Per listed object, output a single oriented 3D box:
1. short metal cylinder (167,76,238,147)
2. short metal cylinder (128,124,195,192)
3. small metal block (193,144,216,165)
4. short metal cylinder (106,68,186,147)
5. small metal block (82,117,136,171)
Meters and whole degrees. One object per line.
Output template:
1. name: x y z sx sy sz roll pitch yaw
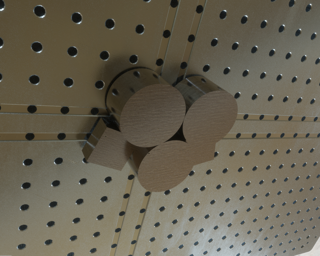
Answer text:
1. short metal cylinder: 0.053 -0.022 0.406 0.081 0.050 0.079 -14 124 -21
2. short metal cylinder: -0.001 0.038 0.414 0.081 0.050 0.079 -14 124 -21
3. small metal block: 0.053 0.026 0.452 0.050 0.025 0.050 -13 124 -21
4. short metal cylinder: -0.017 -0.024 0.366 0.081 0.050 0.079 -14 124 -21
5. small metal block: -0.061 0.021 0.387 0.050 0.025 0.050 23 106 -37
